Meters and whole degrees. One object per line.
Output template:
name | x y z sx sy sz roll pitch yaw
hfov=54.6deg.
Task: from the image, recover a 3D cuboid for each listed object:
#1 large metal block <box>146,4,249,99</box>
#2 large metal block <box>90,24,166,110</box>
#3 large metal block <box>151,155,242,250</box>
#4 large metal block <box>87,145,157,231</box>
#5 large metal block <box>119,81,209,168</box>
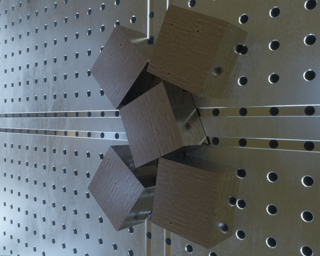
large metal block | 0.041 -0.087 0.358 0.080 0.050 0.080 31 110 33
large metal block | -0.041 -0.081 0.428 0.080 0.050 0.080 -52 59 28
large metal block | 0.041 0.080 0.360 0.080 0.050 0.080 12 97 39
large metal block | -0.045 0.080 0.430 0.080 0.050 0.080 45 117 31
large metal block | 0.003 -0.002 0.391 0.080 0.050 0.080 -28 72 36
